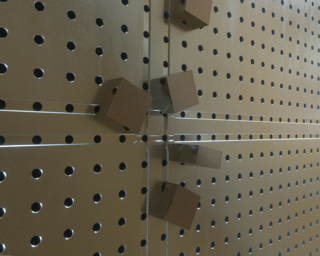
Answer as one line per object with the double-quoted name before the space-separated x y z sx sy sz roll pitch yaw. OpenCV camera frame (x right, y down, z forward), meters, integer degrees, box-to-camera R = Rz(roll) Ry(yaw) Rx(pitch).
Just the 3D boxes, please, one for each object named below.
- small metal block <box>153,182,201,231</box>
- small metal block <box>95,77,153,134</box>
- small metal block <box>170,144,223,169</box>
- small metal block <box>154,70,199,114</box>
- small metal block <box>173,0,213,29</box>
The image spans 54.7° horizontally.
"small metal block" 0.025 0.109 0.433 0.050 0.025 0.050 34 69 -35
"small metal block" -0.042 -0.026 0.375 0.050 0.025 0.050 32 70 -36
"small metal block" 0.052 0.040 0.439 0.050 0.050 0.025 17 80 -39
"small metal block" 0.024 -0.050 0.431 0.050 0.025 0.050 -22 104 -38
"small metal block" 0.049 -0.181 0.452 0.050 0.025 0.050 16 80 -39
